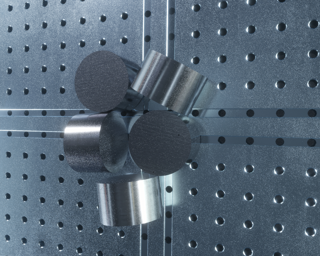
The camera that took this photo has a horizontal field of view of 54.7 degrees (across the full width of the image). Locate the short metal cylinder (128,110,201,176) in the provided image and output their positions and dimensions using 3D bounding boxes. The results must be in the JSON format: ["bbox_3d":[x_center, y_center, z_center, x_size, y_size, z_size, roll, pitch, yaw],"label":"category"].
[{"bbox_3d":[0.007,0.018,0.397,0.080,0.050,0.079,0,91,19],"label":"short metal cylinder"}]

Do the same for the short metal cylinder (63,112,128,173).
[{"bbox_3d":[-0.083,0.019,0.413,0.050,0.080,0.080,-2,89,19],"label":"short metal cylinder"}]

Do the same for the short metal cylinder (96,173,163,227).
[{"bbox_3d":[-0.038,0.089,0.396,0.080,0.080,0.050,-7,88,20],"label":"short metal cylinder"}]

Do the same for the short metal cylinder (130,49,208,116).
[{"bbox_3d":[0.011,-0.056,0.379,0.080,0.080,0.050,30,99,17],"label":"short metal cylinder"}]

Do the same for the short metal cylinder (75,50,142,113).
[{"bbox_3d":[-0.068,-0.060,0.423,0.080,0.050,0.079,0,90,21],"label":"short metal cylinder"}]
